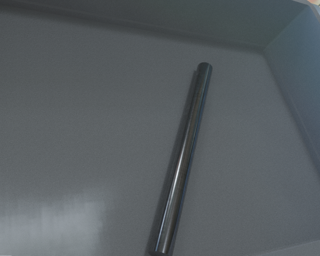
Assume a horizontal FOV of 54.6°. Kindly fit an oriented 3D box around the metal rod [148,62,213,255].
[{"bbox_3d":[0.037,0.018,0.413,0.025,0.025,0.300,27,52,-12],"label":"metal rod"}]
